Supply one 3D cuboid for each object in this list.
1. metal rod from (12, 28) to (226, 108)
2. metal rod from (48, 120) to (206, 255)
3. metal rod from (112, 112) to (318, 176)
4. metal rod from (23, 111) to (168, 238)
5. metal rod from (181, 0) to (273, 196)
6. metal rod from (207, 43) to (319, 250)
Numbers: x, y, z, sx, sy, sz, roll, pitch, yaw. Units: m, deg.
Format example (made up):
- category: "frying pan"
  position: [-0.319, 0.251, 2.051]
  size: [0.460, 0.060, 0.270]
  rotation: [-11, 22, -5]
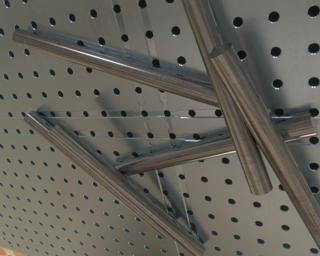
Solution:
- category: "metal rod"
  position: [-0.062, -0.081, 0.394]
  size: [0.301, 0.025, 0.025]
  rotation: [19, 126, 17]
- category: "metal rod"
  position: [-0.042, 0.099, 0.467]
  size: [0.300, 0.025, 0.025]
  rotation: [43, 130, -13]
- category: "metal rod"
  position: [0.043, 0.032, 0.408]
  size: [0.300, 0.025, 0.025]
  rotation: [-17, 109, 35]
- category: "metal rod"
  position: [-0.101, 0.076, 0.512]
  size: [0.300, 0.025, 0.025]
  rotation: [39, 129, 1]
- category: "metal rod"
  position: [0.059, -0.065, 0.319]
  size: [0.025, 0.025, 0.299]
  rotation: [-14, 105, 34]
- category: "metal rod"
  position: [0.136, 0.043, 0.338]
  size: [0.025, 0.025, 0.300]
  rotation: [-20, 117, 35]
